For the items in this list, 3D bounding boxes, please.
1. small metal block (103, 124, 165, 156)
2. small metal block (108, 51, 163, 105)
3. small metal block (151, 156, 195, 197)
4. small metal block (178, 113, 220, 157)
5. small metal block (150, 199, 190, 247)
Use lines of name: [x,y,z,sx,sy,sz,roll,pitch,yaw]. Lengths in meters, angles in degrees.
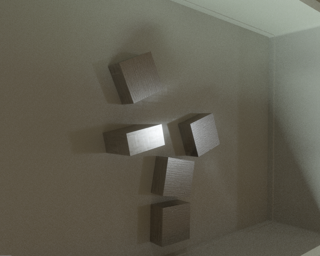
small metal block: [-0.031,0.013,0.366,0.050,0.050,0.025,-16,100,-39]
small metal block: [-0.029,-0.062,0.384,0.050,0.025,0.050,-31,109,-36]
small metal block: [0.018,0.067,0.424,0.050,0.025,0.050,13,82,-40]
small metal block: [0.058,0.009,0.458,0.050,0.025,0.050,-25,106,-37]
small metal block: [0.014,0.128,0.421,0.050,0.025,0.050,2,89,-40]
